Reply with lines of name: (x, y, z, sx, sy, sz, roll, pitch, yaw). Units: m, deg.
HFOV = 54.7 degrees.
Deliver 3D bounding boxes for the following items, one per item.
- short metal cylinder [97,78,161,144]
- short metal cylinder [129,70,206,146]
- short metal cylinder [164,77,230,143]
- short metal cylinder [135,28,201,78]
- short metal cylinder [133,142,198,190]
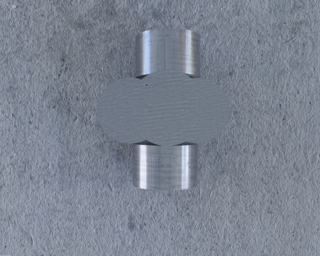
short metal cylinder: (-0.036, -0.021, 0.398, 0.081, 0.050, 0.079, 0, 90, -1)
short metal cylinder: (0.008, -0.021, 0.348, 0.081, 0.050, 0.079, 0, 90, -1)
short metal cylinder: (0.044, -0.022, 0.399, 0.081, 0.050, 0.079, 0, 90, -1)
short metal cylinder: (0.010, -0.086, 0.384, 0.081, 0.080, 0.050, 0, 90, -1)
short metal cylinder: (0.006, 0.044, 0.384, 0.081, 0.080, 0.050, 0, 90, -1)
